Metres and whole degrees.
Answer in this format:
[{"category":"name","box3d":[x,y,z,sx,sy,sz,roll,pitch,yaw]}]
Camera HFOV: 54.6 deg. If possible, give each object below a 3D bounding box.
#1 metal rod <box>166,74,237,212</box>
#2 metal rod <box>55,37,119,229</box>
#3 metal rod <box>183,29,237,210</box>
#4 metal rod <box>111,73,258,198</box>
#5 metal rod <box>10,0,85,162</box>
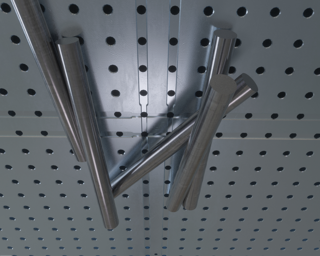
[{"category":"metal rod","box3d":[0.040,0.045,0.402,0.025,0.025,0.299,5,145,-5]},{"category":"metal rod","box3d":[-0.089,0.030,0.415,0.025,0.025,0.298,-3,124,2]},{"category":"metal rod","box3d":[0.059,0.014,0.423,0.025,0.025,0.298,3,130,-3]},{"category":"metal rod","box3d":[0.004,0.031,0.416,0.025,0.025,0.299,31,130,-24]},{"category":"metal rod","box3d":[-0.125,-0.073,0.348,0.025,0.025,0.299,-5,130,4]}]
